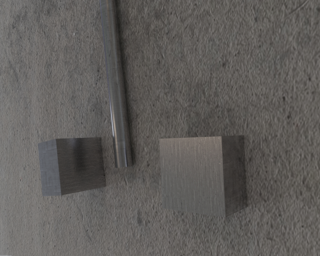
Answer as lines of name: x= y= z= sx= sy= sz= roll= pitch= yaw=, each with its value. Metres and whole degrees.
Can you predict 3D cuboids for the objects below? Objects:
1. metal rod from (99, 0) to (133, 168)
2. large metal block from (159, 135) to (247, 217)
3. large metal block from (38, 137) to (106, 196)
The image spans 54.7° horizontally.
metal rod: x=-0.068 y=-0.092 z=0.461 sx=0.025 sy=0.025 sz=0.298 roll=-11 pitch=83 yaw=39
large metal block: x=0.048 y=0.050 z=0.349 sx=0.080 sy=0.050 sz=0.080 roll=-4 pitch=88 yaw=40
large metal block: x=-0.135 y=0.058 z=0.481 sx=0.050 sy=0.081 sz=0.080 roll=-13 pitch=82 yaw=39
